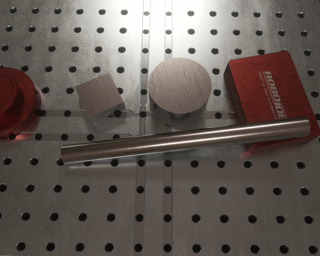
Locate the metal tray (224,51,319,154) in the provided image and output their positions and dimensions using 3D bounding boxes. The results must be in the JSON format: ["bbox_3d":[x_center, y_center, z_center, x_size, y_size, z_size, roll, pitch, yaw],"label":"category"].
[{"bbox_3d":[0.150,-0.037,0.425,0.091,0.030,0.129,-10,70,-4],"label":"metal tray"}]

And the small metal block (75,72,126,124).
[{"bbox_3d":[-0.082,-0.041,0.426,0.050,0.025,0.050,-25,72,-9],"label":"small metal block"}]

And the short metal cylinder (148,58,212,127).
[{"bbox_3d":[0.025,-0.047,0.416,0.081,0.050,0.080,0,70,0],"label":"short metal cylinder"}]

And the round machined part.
[{"bbox_3d":[-0.217,-0.039,0.414,0.099,0.042,0.098,0,70,-1],"label":"round machined part"}]

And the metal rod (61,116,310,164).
[{"bbox_3d":[0.027,0.016,0.386,0.302,0.025,0.025,-7,70,5],"label":"metal rod"}]
